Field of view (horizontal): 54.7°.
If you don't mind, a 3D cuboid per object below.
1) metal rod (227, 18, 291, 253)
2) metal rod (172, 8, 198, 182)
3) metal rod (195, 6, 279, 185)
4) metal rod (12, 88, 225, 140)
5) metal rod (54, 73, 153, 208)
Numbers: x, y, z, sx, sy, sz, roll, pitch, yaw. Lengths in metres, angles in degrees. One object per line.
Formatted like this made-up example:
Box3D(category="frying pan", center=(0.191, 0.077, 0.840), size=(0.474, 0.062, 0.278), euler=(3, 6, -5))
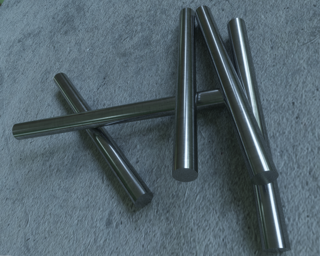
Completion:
Box3D(category="metal rod", center=(0.106, -0.017, 0.358), size=(0.025, 0.025, 0.299), euler=(-13, 56, 21))
Box3D(category="metal rod", center=(0.034, -0.067, 0.394), size=(0.025, 0.025, 0.300), euler=(-14, 45, 20))
Box3D(category="metal rod", center=(0.080, -0.066, 0.379), size=(0.025, 0.025, 0.300), euler=(-21, 47, 15))
Box3D(category="metal rod", center=(-0.064, -0.017, 0.421), size=(0.301, 0.025, 0.025), euler=(-9, 58, 14))
Box3D(category="metal rod", center=(-0.097, -0.001, 0.456), size=(0.025, 0.025, 0.300), euler=(-42, 51, -1))
